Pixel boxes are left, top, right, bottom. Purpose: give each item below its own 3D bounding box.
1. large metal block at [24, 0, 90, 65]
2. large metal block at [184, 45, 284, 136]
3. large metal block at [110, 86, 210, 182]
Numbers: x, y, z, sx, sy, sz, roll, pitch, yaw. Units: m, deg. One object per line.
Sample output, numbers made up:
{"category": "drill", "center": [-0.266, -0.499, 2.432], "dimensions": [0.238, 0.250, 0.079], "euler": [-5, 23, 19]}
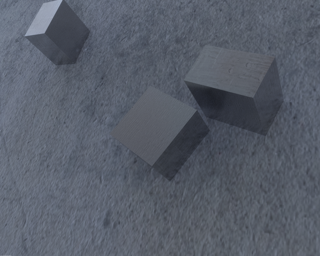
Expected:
{"category": "large metal block", "center": [-0.185, -0.174, 0.570], "dimensions": [0.050, 0.080, 0.080], "euler": [3, 63, 29]}
{"category": "large metal block", "center": [0.085, -0.042, 0.349], "dimensions": [0.080, 0.080, 0.050], "euler": [21, 73, 35]}
{"category": "large metal block", "center": [0.000, 0.005, 0.383], "dimensions": [0.080, 0.050, 0.080], "euler": [32, 80, 37]}
